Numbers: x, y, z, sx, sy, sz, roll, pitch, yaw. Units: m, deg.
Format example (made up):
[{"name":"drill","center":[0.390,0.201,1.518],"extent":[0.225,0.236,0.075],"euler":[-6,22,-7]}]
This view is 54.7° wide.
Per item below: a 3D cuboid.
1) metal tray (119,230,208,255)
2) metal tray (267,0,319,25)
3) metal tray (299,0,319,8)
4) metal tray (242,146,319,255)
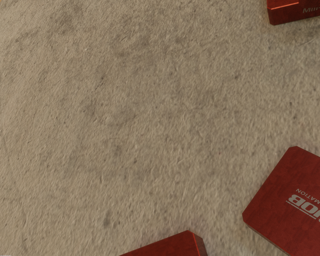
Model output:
[{"name":"metal tray","center":[0.012,0.174,0.287],"extent":[0.090,0.030,0.130],"euler":[-25,53,12]},{"name":"metal tray","center":[0.210,-0.191,0.407],"extent":[0.130,0.030,0.090],"euler":[-6,59,25]},{"name":"metal tray","center":[0.234,-0.192,0.362],"extent":[0.131,0.030,0.090],"euler":[1,77,13]},{"name":"metal tray","center":[0.152,0.084,0.270],"extent":[0.130,0.030,0.090],"euler":[32,79,37]}]
